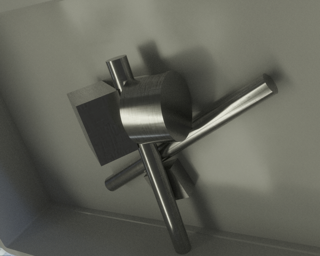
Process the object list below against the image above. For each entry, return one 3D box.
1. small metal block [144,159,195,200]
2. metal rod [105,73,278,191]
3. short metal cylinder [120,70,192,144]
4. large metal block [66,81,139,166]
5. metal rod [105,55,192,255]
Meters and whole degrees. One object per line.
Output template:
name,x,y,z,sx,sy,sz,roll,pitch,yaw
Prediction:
small metal block,0.014,0.077,0.446,0.050,0.025,0.050,-23,106,36
metal rod,0.017,0.022,0.409,0.025,0.025,0.299,49,128,-7
short metal cylinder,-0.002,-0.022,0.356,0.050,0.080,0.080,-5,116,29
large metal block,-0.075,-0.009,0.398,0.080,0.050,0.080,34,145,61
metal rod,-0.007,0.052,0.408,0.025,0.025,0.298,-5,115,30
